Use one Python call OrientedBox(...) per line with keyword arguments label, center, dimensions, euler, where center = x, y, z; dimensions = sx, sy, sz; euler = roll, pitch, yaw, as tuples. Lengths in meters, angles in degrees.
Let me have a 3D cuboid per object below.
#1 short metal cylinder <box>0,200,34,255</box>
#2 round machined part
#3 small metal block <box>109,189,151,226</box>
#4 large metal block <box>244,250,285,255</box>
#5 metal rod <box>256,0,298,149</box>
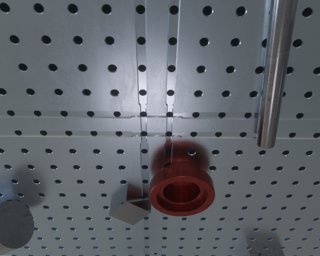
OrientedBox(label="short metal cylinder", center=(-0.260, 0.166, 0.514), dimensions=(0.050, 0.080, 0.080), euler=(-25, 126, 20))
OrientedBox(label="round machined part", center=(0.033, 0.091, 0.478), dimensions=(0.099, 0.042, 0.097), euler=(0, 130, 0))
OrientedBox(label="small metal block", center=(-0.050, 0.136, 0.527), dimensions=(0.050, 0.025, 0.050), euler=(32, 123, -24))
OrientedBox(label="large metal block", center=(0.216, 0.307, 0.659), dimensions=(0.081, 0.050, 0.079), euler=(10, 130, -9))
OrientedBox(label="metal rod", center=(0.128, -0.092, 0.334), dimensions=(0.025, 0.025, 0.298), euler=(-6, 130, 4))
